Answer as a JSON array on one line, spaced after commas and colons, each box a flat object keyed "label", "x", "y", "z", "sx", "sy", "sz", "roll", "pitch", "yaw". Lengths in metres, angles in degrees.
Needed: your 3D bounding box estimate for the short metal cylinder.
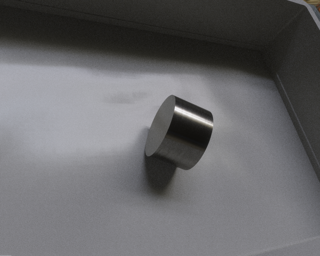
[{"label": "short metal cylinder", "x": 0.022, "y": 0.006, "z": 0.380, "sx": 0.050, "sy": 0.080, "sz": 0.080, "roll": 23, "pitch": 53, "yaw": -15}]
